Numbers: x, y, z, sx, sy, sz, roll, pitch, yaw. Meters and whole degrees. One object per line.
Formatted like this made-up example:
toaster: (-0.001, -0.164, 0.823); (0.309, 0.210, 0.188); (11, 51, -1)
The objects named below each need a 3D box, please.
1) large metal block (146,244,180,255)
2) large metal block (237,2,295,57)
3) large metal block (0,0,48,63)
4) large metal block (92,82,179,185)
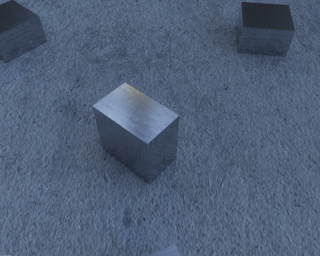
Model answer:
large metal block: (-0.010, 0.157, 0.255); (0.081, 0.050, 0.080); (-16, 52, -13)
large metal block: (0.177, -0.170, 0.531); (0.080, 0.050, 0.080); (6, 50, 5)
large metal block: (-0.255, -0.165, 0.524); (0.080, 0.050, 0.080); (34, 58, 25)
large metal block: (-0.026, 0.007, 0.361); (0.080, 0.080, 0.050); (33, 58, 24)
